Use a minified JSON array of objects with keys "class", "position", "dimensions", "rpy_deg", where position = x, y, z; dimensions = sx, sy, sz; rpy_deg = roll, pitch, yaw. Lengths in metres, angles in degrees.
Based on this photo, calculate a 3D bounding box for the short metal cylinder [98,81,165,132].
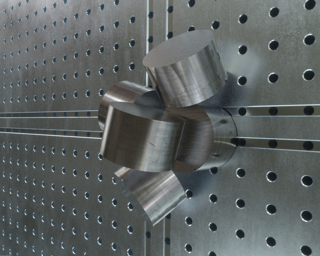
[{"class":"short metal cylinder","position":[-0.032,-0.016,0.400],"dimensions":[0.050,0.081,0.079],"rpy_deg":[24,105,37]}]

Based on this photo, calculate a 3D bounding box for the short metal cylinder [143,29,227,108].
[{"class":"short metal cylinder","position":[0.028,-0.066,0.341],"dimensions":[0.080,0.080,0.050],"rpy_deg":[3,132,40]}]

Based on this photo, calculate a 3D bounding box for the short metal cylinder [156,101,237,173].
[{"class":"short metal cylinder","position":[0.040,0.010,0.359],"dimensions":[0.080,0.050,0.080],"rpy_deg":[-1,88,40]}]

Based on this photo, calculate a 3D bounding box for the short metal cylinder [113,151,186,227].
[{"class":"short metal cylinder","position":[-0.014,0.072,0.377],"dimensions":[0.080,0.050,0.080],"rpy_deg":[46,160,23]}]

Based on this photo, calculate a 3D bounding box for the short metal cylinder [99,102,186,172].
[{"class":"short metal cylinder","position":[-0.018,0.007,0.322],"dimensions":[0.080,0.081,0.050],"rpy_deg":[22,104,38]}]
